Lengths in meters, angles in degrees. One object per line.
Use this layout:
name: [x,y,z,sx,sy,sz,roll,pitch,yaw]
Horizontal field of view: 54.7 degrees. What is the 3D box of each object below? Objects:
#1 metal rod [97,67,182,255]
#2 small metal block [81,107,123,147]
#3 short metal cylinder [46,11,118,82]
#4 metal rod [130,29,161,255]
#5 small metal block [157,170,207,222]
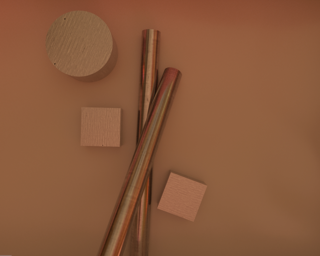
metal rod: [-0.026,0.056,0.351,0.025,0.025,0.300,19,65,0]
small metal block: [-0.076,-0.001,0.410,0.050,0.025,0.050,2,90,-1]
short metal cylinder: [-0.097,-0.102,0.398,0.081,0.050,0.079,0,90,-1]
metal rod: [-0.020,0.022,0.411,0.025,0.025,0.298,3,90,-1]
small metal block: [0.029,0.089,0.412,0.050,0.025,0.050,21,90,-1]
